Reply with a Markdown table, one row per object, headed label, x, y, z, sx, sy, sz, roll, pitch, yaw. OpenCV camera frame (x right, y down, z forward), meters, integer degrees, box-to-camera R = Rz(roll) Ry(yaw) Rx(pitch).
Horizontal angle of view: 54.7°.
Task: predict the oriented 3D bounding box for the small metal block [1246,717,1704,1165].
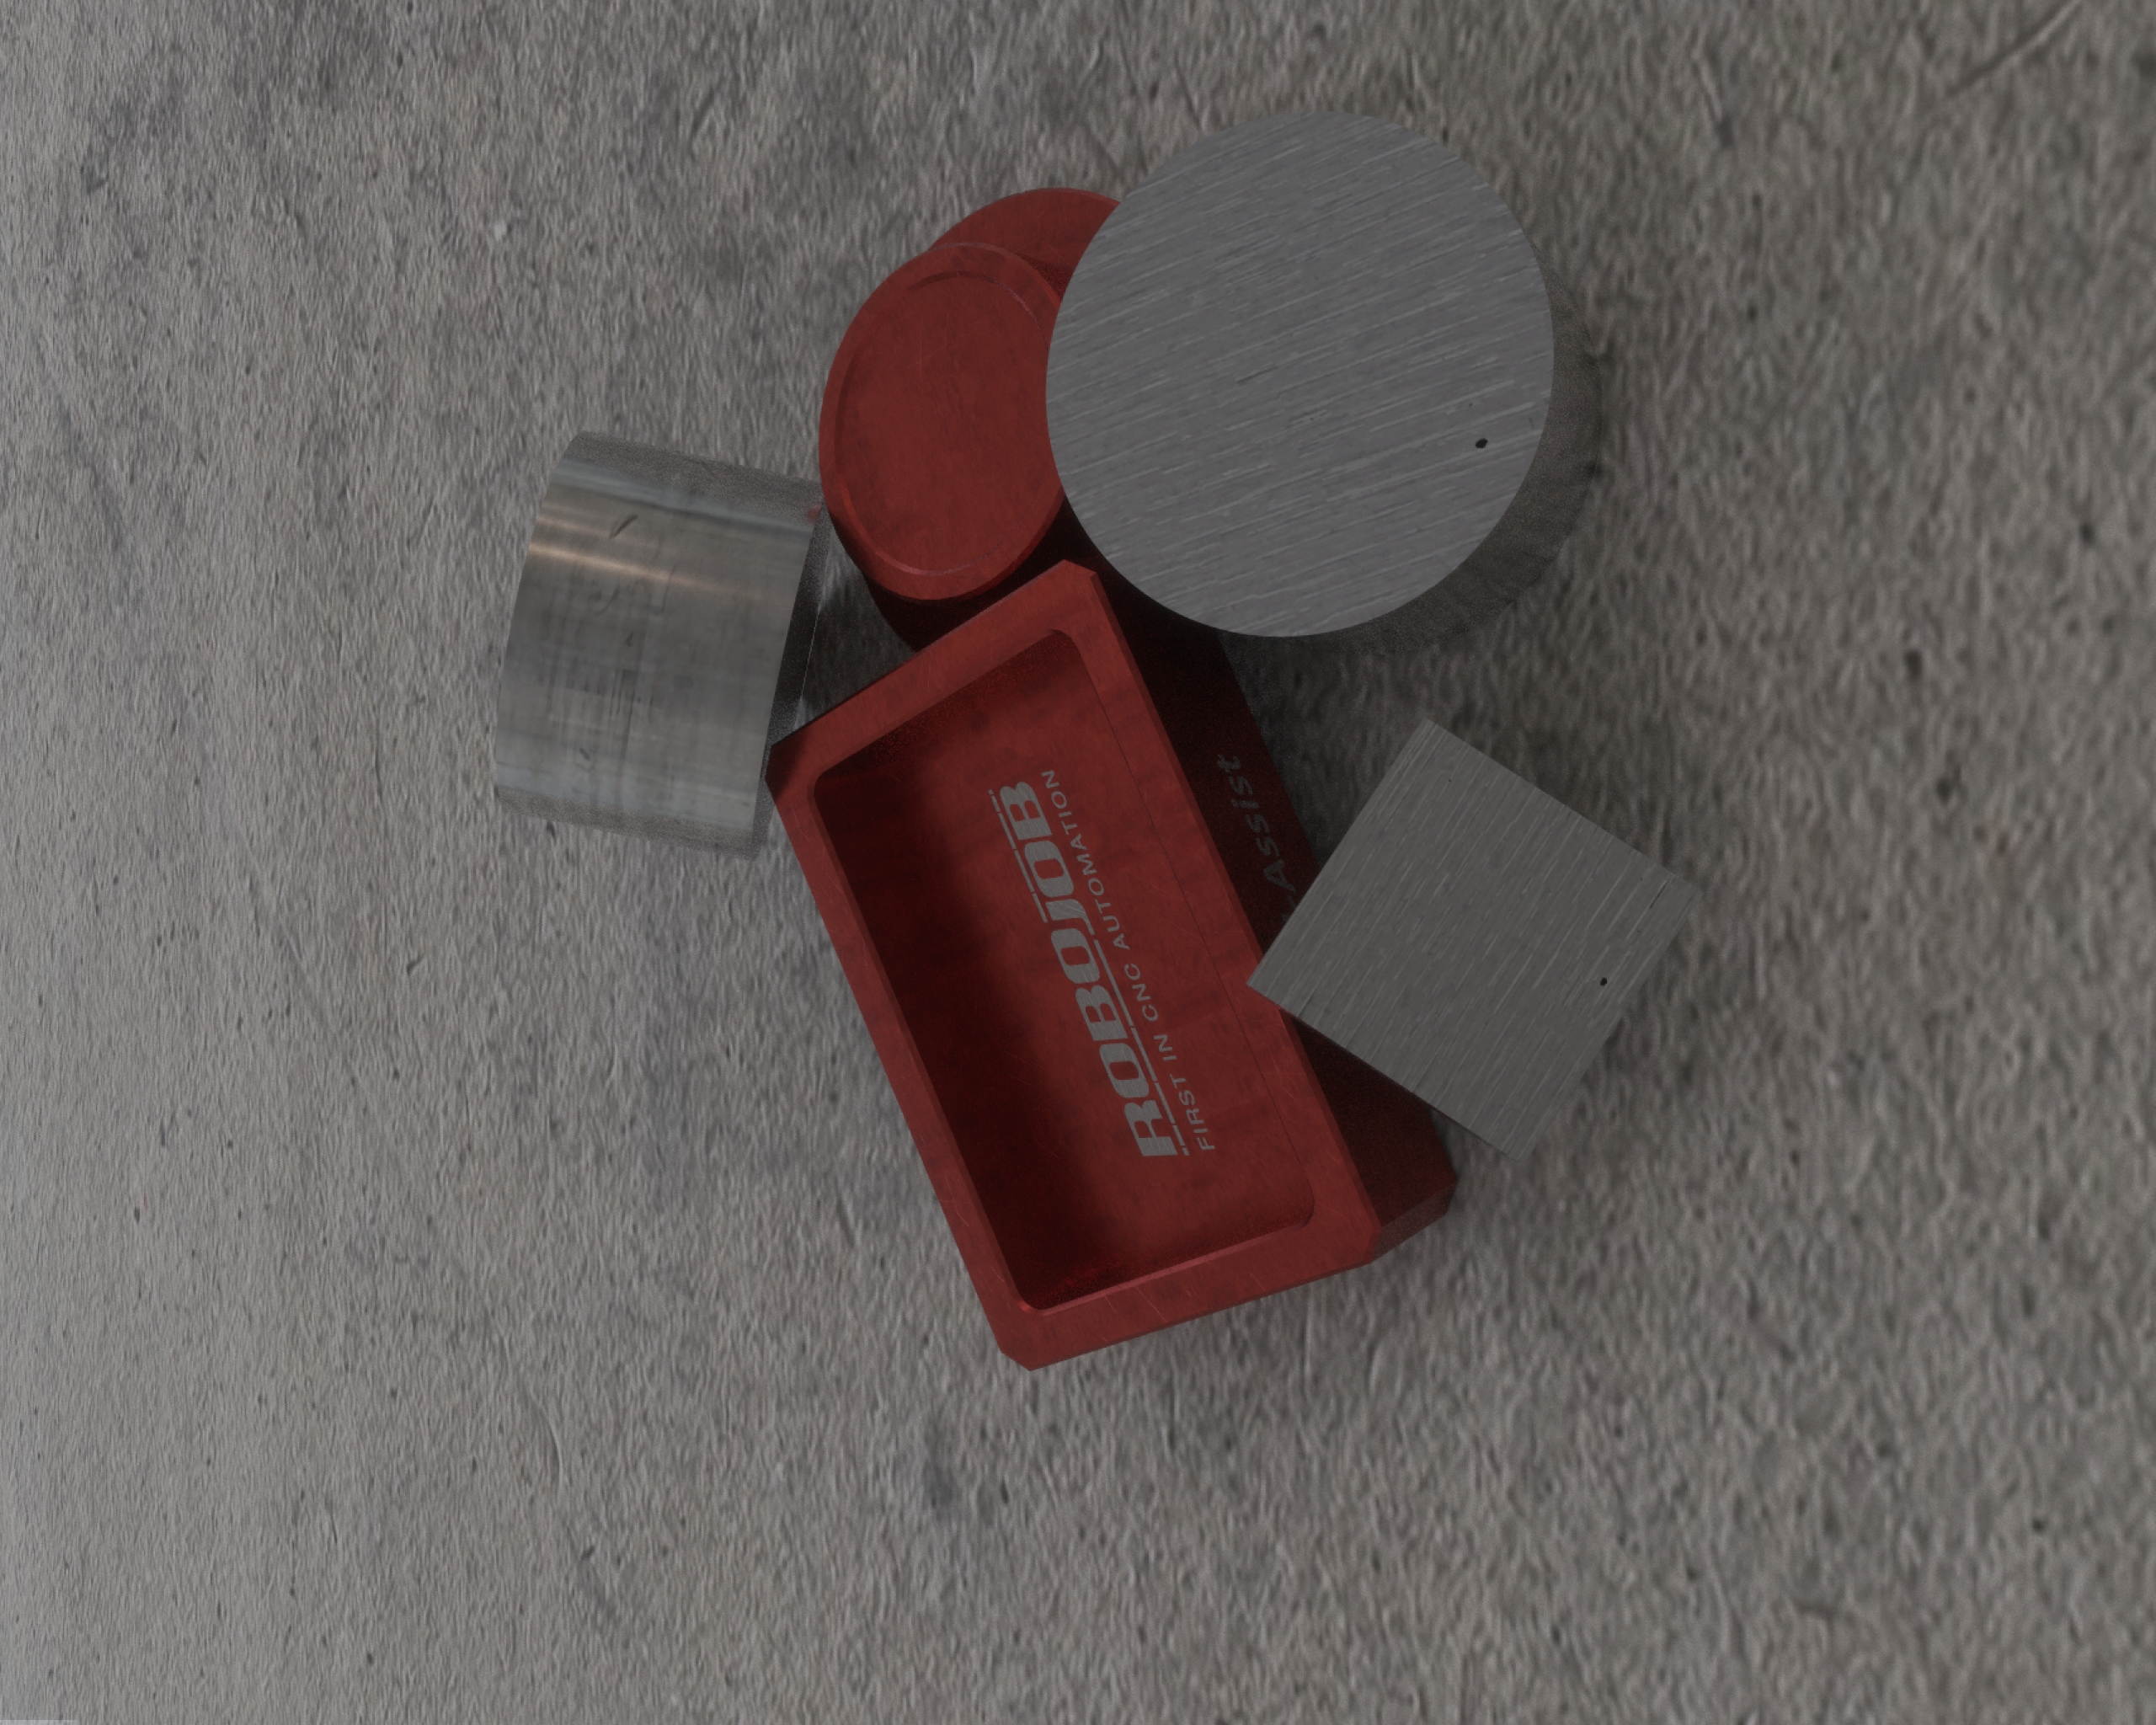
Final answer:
| label | x | y | z | sx | sy | sz | roll | pitch | yaw |
| --- | --- | --- | --- | --- | --- | --- | --- | --- | --- |
| small metal block | 0.062 | 0.013 | 0.332 | 0.050 | 0.025 | 0.050 | 33 | 88 | 6 |

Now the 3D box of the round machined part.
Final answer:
| label | x | y | z | sx | sy | sz | roll | pitch | yaw |
| --- | --- | --- | --- | --- | --- | --- | --- | --- | --- |
| round machined part | -0.012 | -0.082 | 0.406 | 0.098 | 0.042 | 0.097 | 0 | 90 | 40 |

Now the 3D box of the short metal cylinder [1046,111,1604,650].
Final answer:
| label | x | y | z | sx | sy | sz | roll | pitch | yaw |
| --- | --- | --- | --- | --- | --- | --- | --- | --- | --- |
| short metal cylinder | 0.042 | -0.075 | 0.342 | 0.080 | 0.050 | 0.079 | 1 | 92 | 22 |

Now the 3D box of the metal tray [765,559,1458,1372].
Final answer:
| label | x | y | z | sx | sy | sz | roll | pitch | yaw |
| --- | --- | --- | --- | --- | --- | --- | --- | --- | --- |
| metal tray | 0.003 | 0.020 | 0.386 | 0.090 | 0.030 | 0.129 | -28 | 82 | 36 |

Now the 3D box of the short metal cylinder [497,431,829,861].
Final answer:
| label | x | y | z | sx | sy | sz | roll | pitch | yaw |
| --- | --- | --- | --- | --- | --- | --- | --- | --- | --- |
| short metal cylinder | -0.084 | -0.044 | 0.431 | 0.050 | 0.080 | 0.079 | 12 | 101 | -5 |
